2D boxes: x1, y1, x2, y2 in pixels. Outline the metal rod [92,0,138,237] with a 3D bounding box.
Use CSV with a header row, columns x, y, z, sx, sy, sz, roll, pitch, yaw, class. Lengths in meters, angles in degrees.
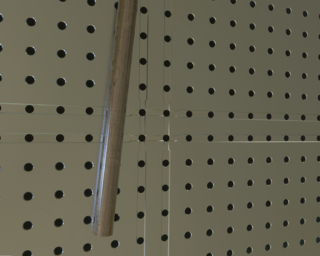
x,y,z,sx,sy,sz,roll,pitch,yaw,class
-0.056,-0.016,0.392,0.025,0.025,0.298,7,88,-20,metal rod
